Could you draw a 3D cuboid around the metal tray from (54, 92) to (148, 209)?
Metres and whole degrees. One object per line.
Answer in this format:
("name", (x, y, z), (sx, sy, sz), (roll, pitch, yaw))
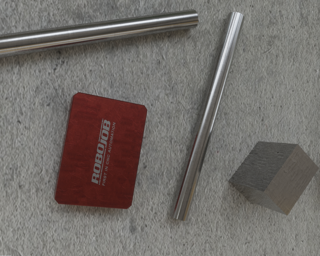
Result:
("metal tray", (-0.072, 0.029, 0.381), (0.091, 0.030, 0.129), (10, 86, -20))

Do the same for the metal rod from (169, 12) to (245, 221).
("metal rod", (0.068, -0.020, 0.435), (0.025, 0.025, 0.299), (19, 84, -20))

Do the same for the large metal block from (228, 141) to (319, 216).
("large metal block", (0.159, 0.067, 0.440), (0.050, 0.080, 0.080), (44, 76, -15))

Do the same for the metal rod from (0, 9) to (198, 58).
("metal rod", (-0.091, -0.114, 0.375), (0.302, 0.025, 0.025), (-15, 96, -20))
